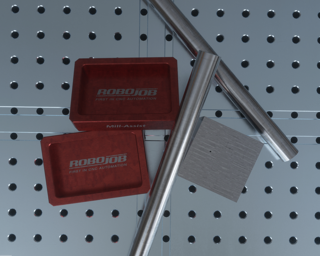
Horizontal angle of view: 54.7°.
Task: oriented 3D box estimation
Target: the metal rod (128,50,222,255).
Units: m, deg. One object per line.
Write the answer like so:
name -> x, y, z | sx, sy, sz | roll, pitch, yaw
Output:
metal rod -> 0.008, 0.056, 0.371 | 0.025, 0.025, 0.298 | 18, 107, -1

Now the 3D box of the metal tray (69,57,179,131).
metal tray -> -0.042, -0.044, 0.394 | 0.131, 0.030, 0.090 | -1, 68, -1

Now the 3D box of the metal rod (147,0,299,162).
metal rod -> 0.078, -0.077, 0.414 | 0.025, 0.025, 0.300 | -40, 91, 0

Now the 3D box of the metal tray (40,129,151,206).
metal tray -> -0.082, 0.047, 0.409 | 0.131, 0.030, 0.089 | -8, 90, -1

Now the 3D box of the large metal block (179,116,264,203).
large metal block -> 0.074, 0.038, 0.402 | 0.080, 0.050, 0.080 | 25, 90, -1
